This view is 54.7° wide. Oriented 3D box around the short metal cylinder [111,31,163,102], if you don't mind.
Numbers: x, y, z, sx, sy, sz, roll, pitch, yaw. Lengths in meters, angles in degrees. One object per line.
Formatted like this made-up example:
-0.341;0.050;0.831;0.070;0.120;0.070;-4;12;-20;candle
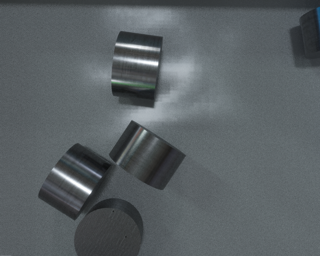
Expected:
-0.027;-0.076;0.383;0.050;0.080;0.080;8;90;0;short metal cylinder

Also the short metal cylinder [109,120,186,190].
-0.015;0.033;0.384;0.080;0.080;0.050;33;90;0;short metal cylinder

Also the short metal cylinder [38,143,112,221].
-0.103;0.066;0.383;0.050;0.080;0.080;33;90;0;short metal cylinder

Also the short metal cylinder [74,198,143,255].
-0.063;0.136;0.398;0.081;0.050;0.080;0;90;0;short metal cylinder

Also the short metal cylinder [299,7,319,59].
0.221;-0.121;0.385;0.080;0.080;0.050;-9;90;0;short metal cylinder
